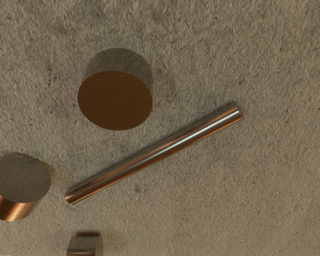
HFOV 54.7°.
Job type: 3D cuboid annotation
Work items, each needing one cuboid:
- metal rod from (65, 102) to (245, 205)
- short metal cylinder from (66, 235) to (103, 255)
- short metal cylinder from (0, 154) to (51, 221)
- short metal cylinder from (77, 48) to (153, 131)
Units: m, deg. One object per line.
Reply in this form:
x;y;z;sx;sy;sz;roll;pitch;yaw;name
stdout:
-0.022;0.045;0.445;0.300;0.025;0.025;-29;125;22;metal rod
-0.138;0.242;0.576;0.050;0.080;0.079;-1;130;0;short metal cylinder
-0.204;0.084;0.440;0.080;0.080;0.050;28;125;-22;short metal cylinder
-0.048;-0.043;0.353;0.081;0.050;0.079;0;130;0;short metal cylinder
